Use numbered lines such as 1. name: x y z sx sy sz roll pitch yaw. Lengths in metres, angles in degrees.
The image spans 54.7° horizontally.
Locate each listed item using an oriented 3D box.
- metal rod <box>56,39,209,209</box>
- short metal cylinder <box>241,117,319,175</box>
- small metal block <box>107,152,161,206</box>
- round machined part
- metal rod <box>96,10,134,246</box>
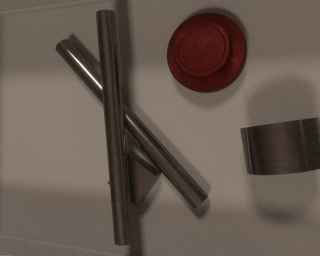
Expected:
1. metal rod: -0.046 -0.014 0.425 0.025 0.025 0.300 -46 76 14
2. short metal cylinder: 0.132 0.019 0.335 0.080 0.080 0.050 -9 87 19
3. small metal block: -0.034 0.068 0.422 0.050 0.025 0.050 35 101 16
4. round machined part: 0.055 -0.094 0.382 0.098 0.042 0.097 0 90 19
5. metal rod: -0.058 -0.001 0.402 0.025 0.025 0.298 -5 89 19
